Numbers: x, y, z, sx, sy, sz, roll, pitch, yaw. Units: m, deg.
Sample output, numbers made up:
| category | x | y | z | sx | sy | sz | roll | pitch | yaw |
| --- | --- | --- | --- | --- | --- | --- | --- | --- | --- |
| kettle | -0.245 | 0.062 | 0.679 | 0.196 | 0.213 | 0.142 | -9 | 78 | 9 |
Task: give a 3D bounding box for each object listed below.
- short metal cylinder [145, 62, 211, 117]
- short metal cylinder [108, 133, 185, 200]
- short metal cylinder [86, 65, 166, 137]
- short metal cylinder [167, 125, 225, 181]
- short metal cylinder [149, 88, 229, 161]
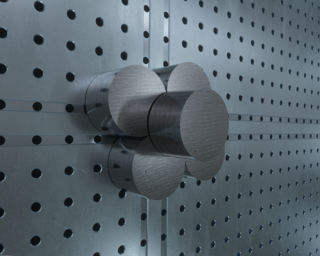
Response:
| category | x | y | z | sx | sy | sz | roll | pitch | yaw |
| --- | --- | --- | --- | --- | --- | --- | --- | --- | --- |
| short metal cylinder | 0.023 | -0.044 | 0.413 | 0.081 | 0.050 | 0.079 | 0 | 90 | -40 |
| short metal cylinder | -0.016 | 0.044 | 0.381 | 0.081 | 0.050 | 0.079 | 0 | 90 | -40 |
| short metal cylinder | -0.038 | -0.030 | 0.361 | 0.081 | 0.050 | 0.079 | 0 | 90 | -40 |
| short metal cylinder | 0.045 | 0.030 | 0.432 | 0.081 | 0.050 | 0.079 | 0 | 90 | -40 |
| short metal cylinder | 0.034 | -0.004 | 0.356 | 0.081 | 0.050 | 0.079 | -2 | 93 | -41 |
